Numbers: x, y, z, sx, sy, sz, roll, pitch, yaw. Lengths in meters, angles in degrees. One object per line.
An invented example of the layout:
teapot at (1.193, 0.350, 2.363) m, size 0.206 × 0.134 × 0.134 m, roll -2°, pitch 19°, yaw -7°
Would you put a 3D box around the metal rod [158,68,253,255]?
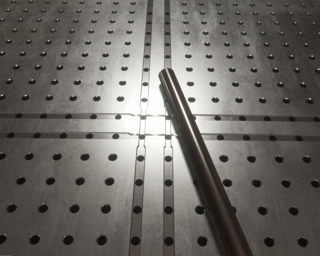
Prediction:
metal rod at (0.046, 0.029, 0.383) m, size 0.025 × 0.025 × 0.300 m, roll -11°, pitch 51°, yaw -9°
